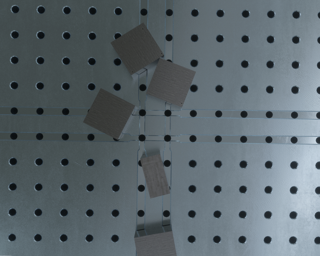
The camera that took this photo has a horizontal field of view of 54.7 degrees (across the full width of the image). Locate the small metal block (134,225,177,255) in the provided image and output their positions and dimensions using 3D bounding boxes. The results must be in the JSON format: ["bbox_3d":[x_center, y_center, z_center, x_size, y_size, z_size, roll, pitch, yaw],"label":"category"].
[{"bbox_3d":[-0.004,0.162,0.414,0.050,0.025,0.050,-10,90,-1],"label":"small metal block"}]

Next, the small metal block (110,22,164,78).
[{"bbox_3d":[-0.029,-0.103,0.413,0.050,0.025,0.050,-32,90,-1],"label":"small metal block"}]

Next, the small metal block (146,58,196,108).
[{"bbox_3d":[0.014,-0.059,0.414,0.050,0.025,0.050,21,90,-1],"label":"small metal block"}]

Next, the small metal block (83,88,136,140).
[{"bbox_3d":[-0.066,-0.018,0.413,0.050,0.025,0.050,27,90,-1],"label":"small metal block"}]

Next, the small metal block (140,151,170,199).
[{"bbox_3d":[-0.006,0.058,0.401,0.025,0.050,0.050,-14,90,0],"label":"small metal block"}]
